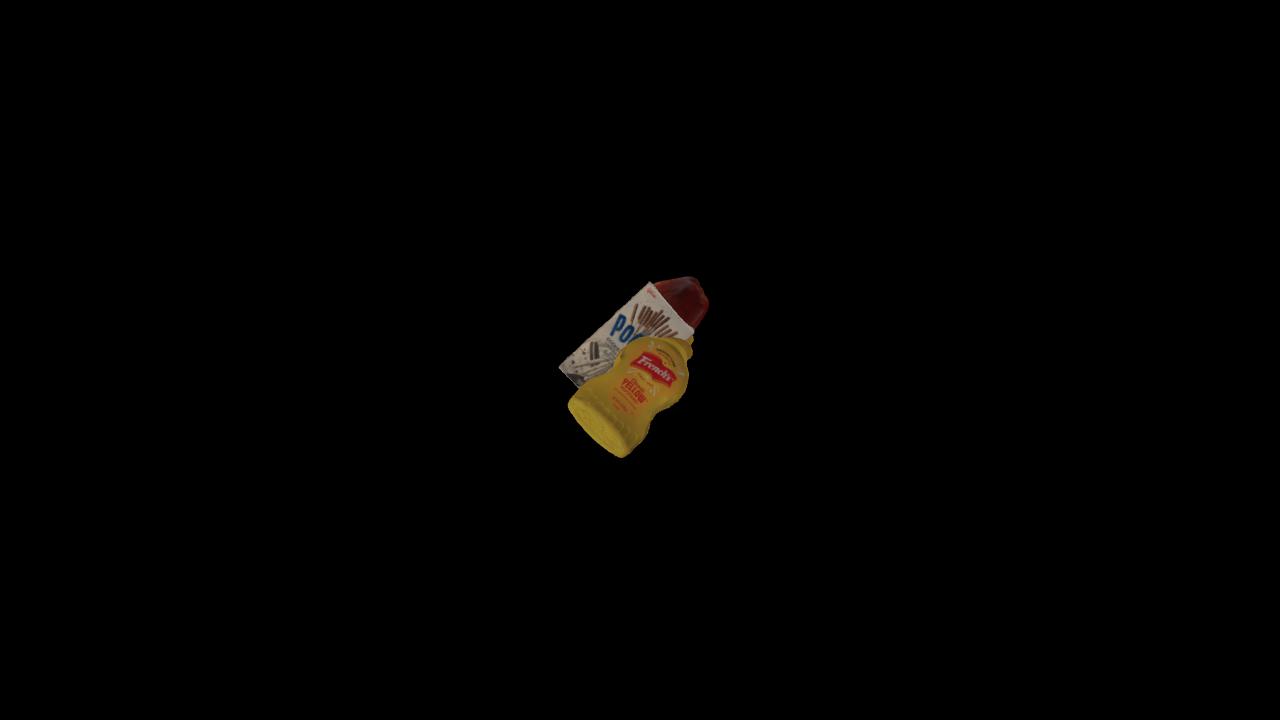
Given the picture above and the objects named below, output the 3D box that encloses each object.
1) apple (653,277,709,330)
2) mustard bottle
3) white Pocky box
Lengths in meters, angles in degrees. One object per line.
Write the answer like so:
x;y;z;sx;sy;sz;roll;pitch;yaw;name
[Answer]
0.038;-0.062;0.765;0.093;0.079;0.079;-26;-8;17;apple
0.006;0.022;0.717;0.184;0.092;0.054;-44;-9;-34;mustard bottle
-0.017;-0.014;0.753;0.154;0.084;0.028;-42;7;10;white Pocky box
